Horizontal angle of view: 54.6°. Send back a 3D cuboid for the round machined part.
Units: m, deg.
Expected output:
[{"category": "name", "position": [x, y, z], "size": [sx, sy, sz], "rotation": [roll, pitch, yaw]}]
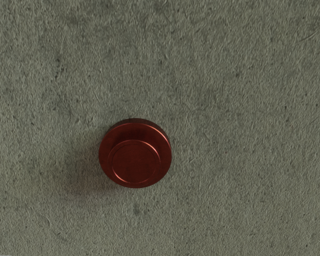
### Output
[{"category": "round machined part", "position": [-0.033, 0.039, 0.415], "size": [0.099, 0.042, 0.097], "rotation": [0, 110, 0]}]
